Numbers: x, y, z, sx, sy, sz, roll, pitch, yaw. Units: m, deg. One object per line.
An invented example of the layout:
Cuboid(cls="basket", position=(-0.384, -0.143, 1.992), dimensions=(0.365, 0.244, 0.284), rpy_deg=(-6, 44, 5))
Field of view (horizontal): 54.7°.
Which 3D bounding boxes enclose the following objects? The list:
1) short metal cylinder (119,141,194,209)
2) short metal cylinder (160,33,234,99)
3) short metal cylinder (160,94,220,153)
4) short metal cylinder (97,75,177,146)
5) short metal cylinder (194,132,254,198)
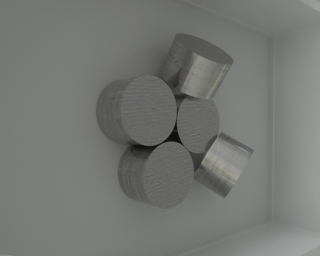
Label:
Cuboid(cls="short metal cylinder", position=(-0.004, 0.056, 0.387), dimensions=(0.081, 0.050, 0.079), rpy_deg=(0, 90, -40))
Cuboid(cls="short metal cylinder", position=(0.047, -0.081, 0.400), dimensions=(0.081, 0.080, 0.050), rpy_deg=(-4, 131, -40))
Cuboid(cls="short metal cylinder", position=(0.035, -0.007, 0.419), dimensions=(0.081, 0.050, 0.079), rpy_deg=(0, 90, -40))
Cuboid(cls="short metal cylinder", position=(-0.026, -0.020, 0.367), dimensions=(0.081, 0.050, 0.079), rpy_deg=(0, 90, -40))
Cuboid(cls="short metal cylinder", position=(0.090, 0.052, 0.439), dimensions=(0.080, 0.050, 0.080), rpy_deg=(-54, 166, -20))
